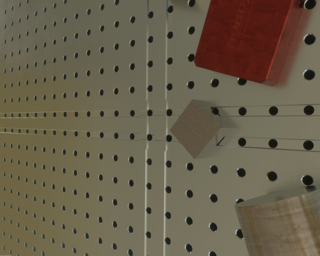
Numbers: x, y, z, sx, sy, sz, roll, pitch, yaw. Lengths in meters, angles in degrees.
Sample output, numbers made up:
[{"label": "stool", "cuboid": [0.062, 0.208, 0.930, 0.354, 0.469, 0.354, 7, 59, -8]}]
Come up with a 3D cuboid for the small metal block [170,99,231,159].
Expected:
[{"label": "small metal block", "cuboid": [0.047, 0.001, 0.371, 0.050, 0.025, 0.050, 50, 119, 28]}]

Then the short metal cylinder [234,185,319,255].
[{"label": "short metal cylinder", "cuboid": [0.114, 0.086, 0.279, 0.080, 0.081, 0.050, -23, 75, 37]}]

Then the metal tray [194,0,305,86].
[{"label": "metal tray", "cuboid": [0.096, -0.118, 0.327, 0.090, 0.030, 0.129, 24, 105, 37]}]
